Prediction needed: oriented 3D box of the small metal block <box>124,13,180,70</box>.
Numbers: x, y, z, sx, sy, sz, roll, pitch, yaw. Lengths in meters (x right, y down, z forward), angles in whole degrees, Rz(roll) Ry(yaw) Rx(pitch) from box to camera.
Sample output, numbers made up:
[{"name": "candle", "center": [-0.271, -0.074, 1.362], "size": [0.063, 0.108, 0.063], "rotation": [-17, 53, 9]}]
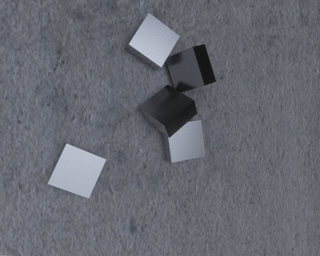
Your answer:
[{"name": "small metal block", "center": [-0.010, -0.112, 0.406], "size": [0.050, 0.025, 0.050], "rotation": [33, 79, -18]}]

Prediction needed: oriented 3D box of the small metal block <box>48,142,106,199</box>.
[{"name": "small metal block", "center": [-0.100, 0.050, 0.373], "size": [0.050, 0.025, 0.050], "rotation": [26, 81, -19]}]

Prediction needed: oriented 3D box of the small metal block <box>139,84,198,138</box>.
[{"name": "small metal block", "center": [0.011, -0.023, 0.398], "size": [0.050, 0.050, 0.025], "rotation": [-41, 141, -16]}]

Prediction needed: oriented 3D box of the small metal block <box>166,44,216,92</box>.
[{"name": "small metal block", "center": [0.040, -0.077, 0.409], "size": [0.025, 0.050, 0.050], "rotation": [-24, 99, -41]}]

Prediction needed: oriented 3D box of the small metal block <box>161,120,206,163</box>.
[{"name": "small metal block", "center": [0.031, 0.017, 0.422], "size": [0.050, 0.025, 0.050], "rotation": [-9, 93, -20]}]
